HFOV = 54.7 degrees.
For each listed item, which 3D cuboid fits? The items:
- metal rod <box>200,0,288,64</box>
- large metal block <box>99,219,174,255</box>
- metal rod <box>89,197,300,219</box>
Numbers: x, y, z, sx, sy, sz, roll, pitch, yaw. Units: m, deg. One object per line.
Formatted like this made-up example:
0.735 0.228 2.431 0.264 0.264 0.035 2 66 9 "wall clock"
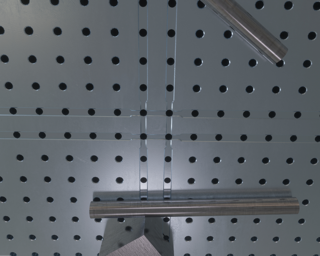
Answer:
0.029 -0.175 0.348 0.301 0.025 0.025 36 106 -13 "metal rod"
-0.034 0.191 0.470 0.080 0.050 0.080 -32 107 11 "large metal block"
0.050 0.118 0.457 0.302 0.025 0.025 -1 110 0 "metal rod"
